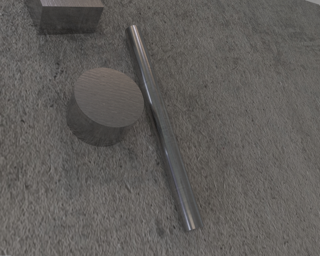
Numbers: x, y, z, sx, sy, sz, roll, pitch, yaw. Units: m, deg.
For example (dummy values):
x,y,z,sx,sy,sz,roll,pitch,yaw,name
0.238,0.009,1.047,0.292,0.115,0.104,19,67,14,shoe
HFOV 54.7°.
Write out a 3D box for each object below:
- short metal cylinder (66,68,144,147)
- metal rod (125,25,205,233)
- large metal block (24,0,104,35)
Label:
x,y,z,sx,sy,sz,roll,pitch,yaw,name
-0.066,-0.024,0.367,0.081,0.050,0.080,14,56,-21,short metal cylinder
-0.001,-0.016,0.412,0.025,0.025,0.299,-3,63,-30,metal rod
-0.135,-0.176,0.423,0.081,0.050,0.080,-14,69,-34,large metal block
